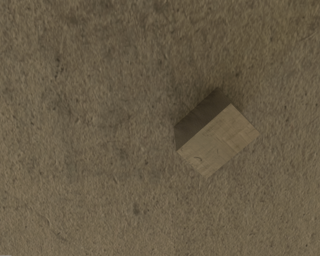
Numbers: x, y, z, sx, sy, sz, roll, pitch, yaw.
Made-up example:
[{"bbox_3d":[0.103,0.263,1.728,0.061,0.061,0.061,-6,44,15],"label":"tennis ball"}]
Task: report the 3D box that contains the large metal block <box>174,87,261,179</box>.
[{"bbox_3d":[0.065,0.003,0.382,0.080,0.080,0.050,-43,105,14],"label":"large metal block"}]
